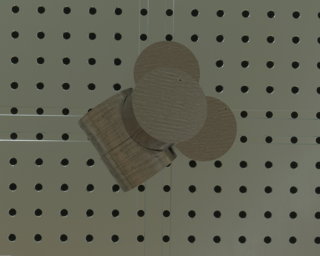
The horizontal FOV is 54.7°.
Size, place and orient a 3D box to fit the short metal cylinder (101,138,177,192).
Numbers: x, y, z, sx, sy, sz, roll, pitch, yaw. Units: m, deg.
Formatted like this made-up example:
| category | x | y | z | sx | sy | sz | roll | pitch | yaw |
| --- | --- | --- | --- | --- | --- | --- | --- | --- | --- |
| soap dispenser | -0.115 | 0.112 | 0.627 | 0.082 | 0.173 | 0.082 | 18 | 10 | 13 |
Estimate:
| category | x | y | z | sx | sy | sz | roll | pitch | yaw |
| --- | --- | --- | --- | --- | --- | --- | --- | --- | --- |
| short metal cylinder | -0.026 | 0.036 | 0.385 | 0.080 | 0.080 | 0.050 | -34 | 90 | 0 |

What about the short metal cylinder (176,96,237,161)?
| category | x | y | z | sx | sy | sz | roll | pitch | yaw |
| --- | --- | --- | --- | --- | --- | --- | --- | --- | --- |
| short metal cylinder | 0.053 | 0.001 | 0.401 | 0.081 | 0.050 | 0.079 | 0 | 90 | -1 |

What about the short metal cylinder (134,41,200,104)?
| category | x | y | z | sx | sy | sz | roll | pitch | yaw |
| --- | --- | --- | --- | --- | --- | --- | --- | --- | --- |
| short metal cylinder | 0.008 | -0.066 | 0.400 | 0.081 | 0.050 | 0.079 | 0 | 90 | -1 |

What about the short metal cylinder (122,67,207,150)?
| category | x | y | z | sx | sy | sz | roll | pitch | yaw |
| --- | --- | --- | --- | --- | --- | --- | --- | --- | --- |
| short metal cylinder | 0.004 | -0.019 | 0.337 | 0.081 | 0.050 | 0.080 | 4 | 77 | -17 |

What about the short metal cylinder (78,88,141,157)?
| category | x | y | z | sx | sy | sz | roll | pitch | yaw |
| --- | --- | --- | --- | --- | --- | --- | --- | --- | --- |
| short metal cylinder | -0.053 | -0.007 | 0.385 | 0.080 | 0.080 | 0.050 | -34 | 90 | 0 |
